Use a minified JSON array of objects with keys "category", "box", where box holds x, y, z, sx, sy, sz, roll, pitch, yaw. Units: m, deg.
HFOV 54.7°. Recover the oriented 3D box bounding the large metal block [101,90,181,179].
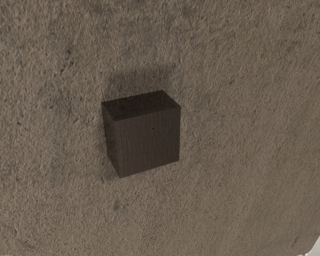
[{"category":"large metal block","box":[-0.023,0.006,0.383,0.081,0.050,0.079,-14,125,-21]}]
